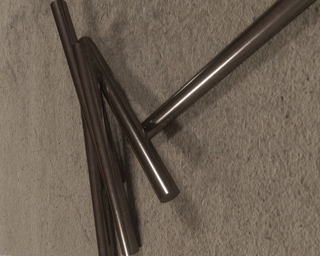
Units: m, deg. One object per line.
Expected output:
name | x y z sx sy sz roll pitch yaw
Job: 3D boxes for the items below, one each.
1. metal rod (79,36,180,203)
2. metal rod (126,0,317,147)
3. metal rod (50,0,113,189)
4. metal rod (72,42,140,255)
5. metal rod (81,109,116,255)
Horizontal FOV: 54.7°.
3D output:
metal rod | -0.055 -0.031 0.422 0.025 0.025 0.299 -51 53 27
metal rod | 0.060 -0.062 0.353 0.299 0.025 0.025 -40 66 32
metal rod | -0.114 -0.053 0.473 0.025 0.025 0.299 -22 84 37
metal rod | -0.076 0.030 0.434 0.025 0.025 0.298 -12 92 39
metal rod | -0.100 0.060 0.484 0.025 0.025 0.298 -15 81 39
